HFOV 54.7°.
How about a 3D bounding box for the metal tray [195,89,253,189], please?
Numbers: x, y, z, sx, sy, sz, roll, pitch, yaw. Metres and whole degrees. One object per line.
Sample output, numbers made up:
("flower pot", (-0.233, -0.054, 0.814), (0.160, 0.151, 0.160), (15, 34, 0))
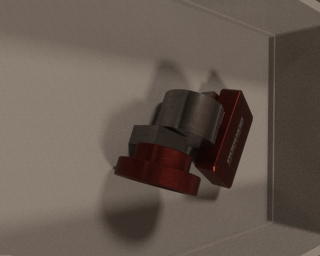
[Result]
("metal tray", (0.102, 0.017, 0.474), (0.090, 0.030, 0.130), (46, 61, -51))

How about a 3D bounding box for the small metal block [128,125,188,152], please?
("small metal block", (-0.002, 0.017, 0.390), (0.050, 0.050, 0.025), (26, 74, -38))

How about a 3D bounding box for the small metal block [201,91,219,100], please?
("small metal block", (0.080, -0.021, 0.476), (0.050, 0.025, 0.050), (36, 68, -35))

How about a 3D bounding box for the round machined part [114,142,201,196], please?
("round machined part", (0.000, 0.046, 0.361), (0.098, 0.098, 0.042), (25, 75, -38))

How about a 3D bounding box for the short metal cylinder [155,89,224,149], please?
("short metal cylinder", (0.038, -0.010, 0.405), (0.080, 0.080, 0.050), (29, 72, -37))
